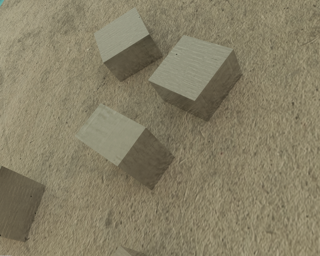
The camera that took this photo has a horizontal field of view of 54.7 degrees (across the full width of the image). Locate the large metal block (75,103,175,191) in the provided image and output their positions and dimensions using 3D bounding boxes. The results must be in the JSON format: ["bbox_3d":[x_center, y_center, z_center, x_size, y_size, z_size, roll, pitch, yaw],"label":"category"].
[{"bbox_3d":[-0.041,0.023,0.376,0.080,0.080,0.050,27,77,37],"label":"large metal block"}]

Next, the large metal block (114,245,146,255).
[{"bbox_3d":[-0.022,0.174,0.293,0.080,0.050,0.080,26,76,37],"label":"large metal block"}]

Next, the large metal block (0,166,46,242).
[{"bbox_3d":[-0.214,0.103,0.418,0.050,0.080,0.080,-2,61,27],"label":"large metal block"}]

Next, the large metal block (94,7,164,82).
[{"bbox_3d":[-0.051,-0.134,0.497,0.080,0.050,0.080,-30,52,9],"label":"large metal block"}]

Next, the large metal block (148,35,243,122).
[{"bbox_3d":[0.046,-0.066,0.404,0.080,0.050,0.080,30,78,37],"label":"large metal block"}]
